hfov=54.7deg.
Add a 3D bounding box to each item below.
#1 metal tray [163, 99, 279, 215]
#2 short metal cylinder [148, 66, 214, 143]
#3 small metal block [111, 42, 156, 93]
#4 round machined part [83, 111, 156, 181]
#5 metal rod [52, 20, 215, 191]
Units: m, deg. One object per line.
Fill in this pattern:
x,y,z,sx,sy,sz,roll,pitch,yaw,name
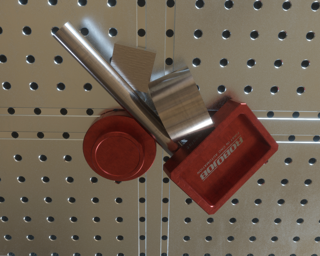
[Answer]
0.080,0.038,0.403,0.130,0.030,0.090,-45,113,-2,metal tray
0.026,-0.028,0.374,0.050,0.080,0.080,-24,109,8,short metal cylinder
-0.035,-0.076,0.385,0.050,0.025,0.050,12,110,-5,small metal block
-0.054,0.029,0.413,0.099,0.042,0.097,0,110,-1,round machined part
-0.012,-0.007,0.393,0.025,0.025,0.300,-38,114,12,metal rod
